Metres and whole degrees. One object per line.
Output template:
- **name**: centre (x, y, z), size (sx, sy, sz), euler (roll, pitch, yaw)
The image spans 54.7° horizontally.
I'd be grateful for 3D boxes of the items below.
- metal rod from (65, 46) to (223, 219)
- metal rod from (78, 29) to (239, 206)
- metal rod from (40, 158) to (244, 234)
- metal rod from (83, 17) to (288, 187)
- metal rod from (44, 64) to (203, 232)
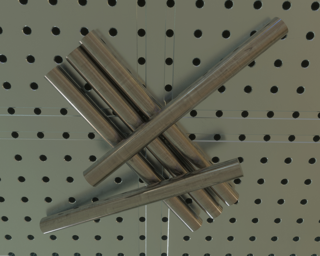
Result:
- **metal rod**: centre (-0.012, 0.016, 0.419), size (0.025, 0.025, 0.300), euler (-37, 106, 12)
- **metal rod**: centre (0.008, -0.003, 0.412), size (0.025, 0.025, 0.300), euler (-39, 106, 13)
- **metal rod**: centre (-0.036, 0.098, 0.427), size (0.301, 0.025, 0.025), euler (-20, 109, 15)
- **metal rod**: centre (0.028, -0.029, 0.381), size (0.300, 0.025, 0.025), euler (-39, 106, 4)
- **metal rod**: centre (-0.040, 0.038, 0.426), size (0.025, 0.025, 0.300), euler (-37, 106, 12)
